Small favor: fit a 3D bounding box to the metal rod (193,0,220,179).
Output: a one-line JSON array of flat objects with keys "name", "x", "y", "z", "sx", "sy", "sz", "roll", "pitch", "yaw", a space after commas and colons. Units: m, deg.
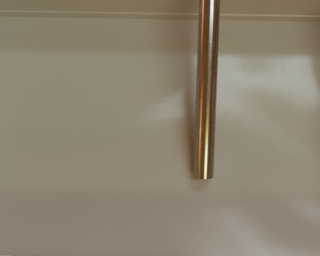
[{"name": "metal rod", "x": 0.058, "y": -0.087, "z": 0.375, "sx": 0.025, "sy": 0.025, "sz": 0.298, "roll": 1, "pitch": 96, "yaw": 0}]
